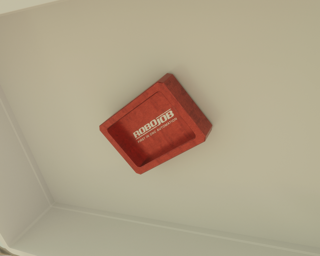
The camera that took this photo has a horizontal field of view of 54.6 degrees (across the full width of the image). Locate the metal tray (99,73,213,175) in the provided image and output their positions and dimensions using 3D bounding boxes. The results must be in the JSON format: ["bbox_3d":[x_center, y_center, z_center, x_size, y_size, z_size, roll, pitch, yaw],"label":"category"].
[{"bbox_3d":[-0.009,0.000,0.407,0.130,0.030,0.090,-32,101,38],"label":"metal tray"}]
